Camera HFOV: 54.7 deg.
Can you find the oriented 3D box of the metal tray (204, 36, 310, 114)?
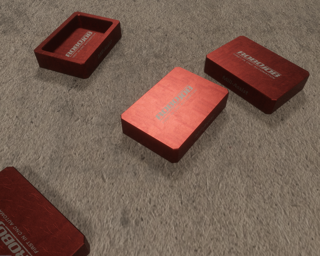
[{"bbox_3d":[0.144,-0.086,0.474,0.091,0.030,0.130,-33,58,-25],"label":"metal tray"}]

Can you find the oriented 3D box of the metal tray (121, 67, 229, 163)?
[{"bbox_3d":[0.022,-0.023,0.420,0.090,0.030,0.131,30,56,22],"label":"metal tray"}]

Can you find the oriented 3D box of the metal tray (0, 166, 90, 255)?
[{"bbox_3d":[-0.147,0.108,0.308,0.130,0.030,0.090,33,57,24],"label":"metal tray"}]

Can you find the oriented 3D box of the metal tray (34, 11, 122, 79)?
[{"bbox_3d":[-0.132,-0.142,0.517,0.090,0.030,0.130,17,52,13],"label":"metal tray"}]
